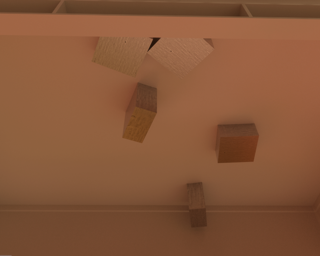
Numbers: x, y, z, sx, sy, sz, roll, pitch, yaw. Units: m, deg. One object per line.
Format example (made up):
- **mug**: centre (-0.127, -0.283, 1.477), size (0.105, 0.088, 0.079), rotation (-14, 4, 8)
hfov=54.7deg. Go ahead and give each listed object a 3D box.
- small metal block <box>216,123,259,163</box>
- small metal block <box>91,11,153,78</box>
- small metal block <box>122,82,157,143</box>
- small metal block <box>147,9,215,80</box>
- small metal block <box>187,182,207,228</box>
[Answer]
- **small metal block**: centre (0.105, 0.022, 0.429), size (0.050, 0.025, 0.050), rotation (-2, 130, 1)
- **small metal block**: centre (-0.040, -0.089, 0.333), size (0.050, 0.025, 0.050), rotation (19, 128, -16)
- **small metal block**: centre (-0.024, -0.019, 0.377), size (0.025, 0.050, 0.050), rotation (17, 128, -14)
- **small metal block**: centre (0.022, -0.089, 0.334), size (0.050, 0.025, 0.050), rotation (34, 122, -26)
- **small metal block**: centre (0.059, 0.124, 0.499), size (0.025, 0.050, 0.050), rotation (-6, 130, 5)
